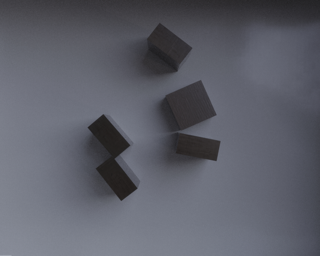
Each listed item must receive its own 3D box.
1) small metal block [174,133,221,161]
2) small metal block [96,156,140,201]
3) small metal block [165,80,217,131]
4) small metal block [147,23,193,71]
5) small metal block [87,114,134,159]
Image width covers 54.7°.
[{"bbox_3d":[0.046,0.023,0.399,0.050,0.050,0.025,11,90,0],"label":"small metal block"},{"bbox_3d":[-0.052,0.061,0.398,0.025,0.050,0.050,-38,90,0],"label":"small metal block"},{"bbox_3d":[0.040,-0.029,0.412,0.050,0.025,0.050,-24,90,0],"label":"small metal block"},{"bbox_3d":[0.012,-0.102,0.399,0.050,0.050,0.025,37,90,0],"label":"small metal block"},{"bbox_3d":[-0.062,0.010,0.398,0.025,0.050,0.050,-41,90,0],"label":"small metal block"}]
